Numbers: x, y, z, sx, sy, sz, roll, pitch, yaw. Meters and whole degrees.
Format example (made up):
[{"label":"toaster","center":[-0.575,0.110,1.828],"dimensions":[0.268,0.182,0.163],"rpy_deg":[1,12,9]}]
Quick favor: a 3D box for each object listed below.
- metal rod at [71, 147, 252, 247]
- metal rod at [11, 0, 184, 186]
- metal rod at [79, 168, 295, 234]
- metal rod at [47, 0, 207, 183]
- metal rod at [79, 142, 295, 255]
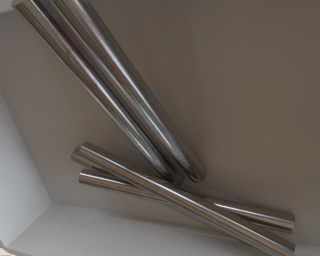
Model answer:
[{"label":"metal rod","center":[-0.002,0.098,0.469],"dimensions":[0.301,0.025,0.025],"rpy_deg":[23,127,14]},{"label":"metal rod","center":[-0.041,-0.014,0.342],"dimensions":[0.025,0.025,0.300],"rpy_deg":[-4,142,30]},{"label":"metal rod","center":[0.026,0.098,0.434],"dimensions":[0.301,0.025,0.025],"rpy_deg":[10,123,15]},{"label":"metal rod","center":[-0.013,-0.023,0.318],"dimensions":[0.025,0.025,0.300],"rpy_deg":[-4,143,30]},{"label":"metal rod","center":[0.024,0.090,0.408],"dimensions":[0.301,0.025,0.025],"rpy_deg":[24,127,15]}]
